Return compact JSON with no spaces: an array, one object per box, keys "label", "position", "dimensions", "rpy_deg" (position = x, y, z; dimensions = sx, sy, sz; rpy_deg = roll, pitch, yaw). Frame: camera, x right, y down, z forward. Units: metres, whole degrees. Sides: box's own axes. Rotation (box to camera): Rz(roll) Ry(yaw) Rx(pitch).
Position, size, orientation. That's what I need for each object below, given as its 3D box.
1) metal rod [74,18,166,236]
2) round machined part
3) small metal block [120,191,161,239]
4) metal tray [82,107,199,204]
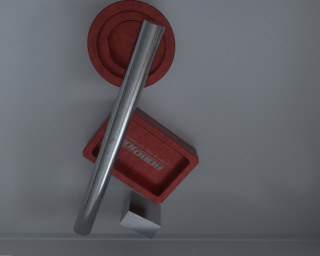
[{"label":"metal rod","position":[-0.058,0.017,0.379],"dimensions":[0.025,0.025,0.298],"rpy_deg":[19,114,-7]},{"label":"round machined part","position":[-0.032,-0.098,0.366],"dimensions":[0.099,0.042,0.097],"rpy_deg":[0,110,-1]},{"label":"small metal block","position":[-0.027,0.123,0.443],"dimensions":[0.050,0.050,0.025],"rpy_deg":[30,107,-11]},{"label":"metal tray","position":[-0.025,0.034,0.420],"dimensions":[0.130,0.030,0.090],"rpy_deg":[36,106,-13]}]
